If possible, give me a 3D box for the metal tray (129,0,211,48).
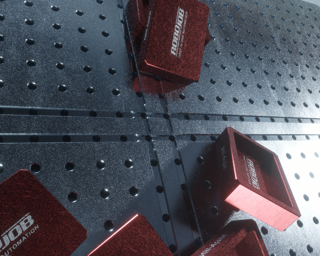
[{"bbox_3d":[0.017,-0.184,0.525,0.131,0.030,0.090,6,59,-25],"label":"metal tray"}]

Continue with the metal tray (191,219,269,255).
[{"bbox_3d":[0.070,0.162,0.316,0.131,0.030,0.090,-19,86,-45],"label":"metal tray"}]

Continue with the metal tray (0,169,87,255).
[{"bbox_3d":[-0.140,0.109,0.263,0.090,0.030,0.131,45,51,3],"label":"metal tray"}]

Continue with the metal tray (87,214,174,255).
[{"bbox_3d":[-0.042,0.156,0.287,0.131,0.030,0.090,-32,80,-38],"label":"metal tray"}]

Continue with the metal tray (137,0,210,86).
[{"bbox_3d":[0.022,-0.139,0.470,0.091,0.030,0.130,15,76,-23],"label":"metal tray"}]

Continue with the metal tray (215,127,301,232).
[{"bbox_3d":[0.120,0.059,0.400,0.090,0.030,0.130,30,28,-9],"label":"metal tray"}]
